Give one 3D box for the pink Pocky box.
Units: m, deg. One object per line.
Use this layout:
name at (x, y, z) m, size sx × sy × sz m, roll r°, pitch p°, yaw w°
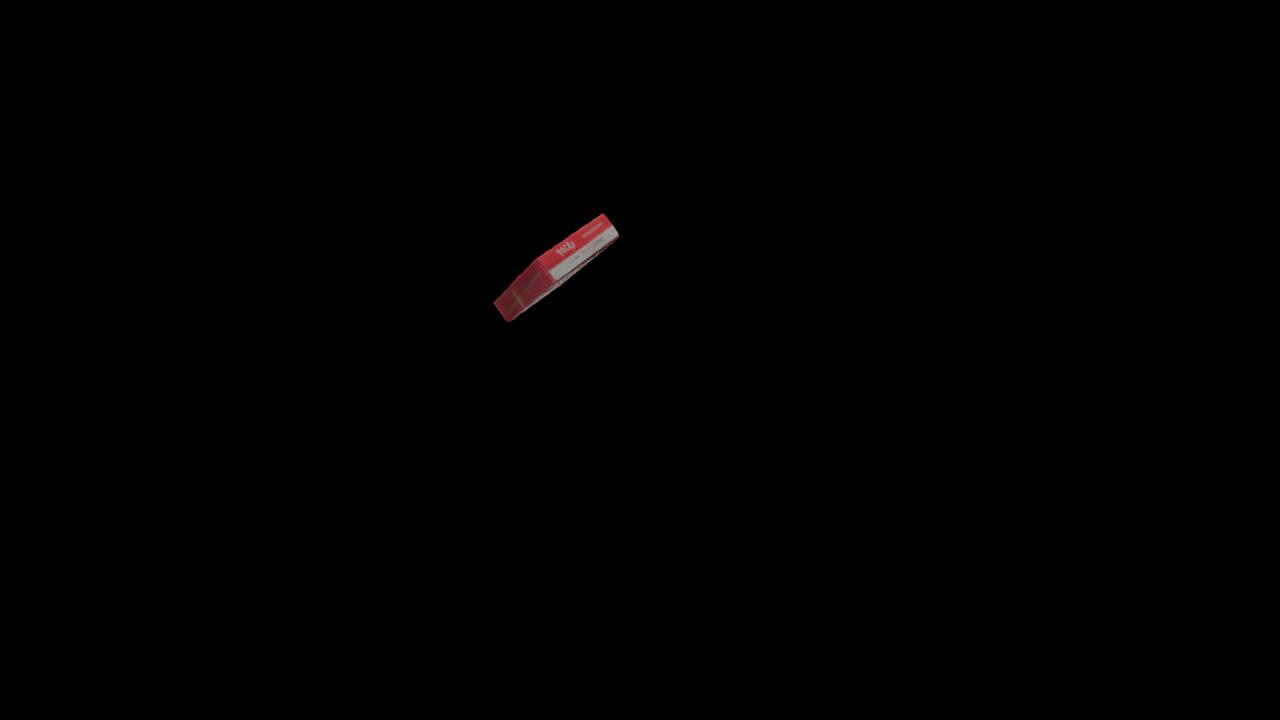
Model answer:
pink Pocky box at (-0.087, -0.086, 0.605) m, size 0.084 × 0.029 × 0.155 m, roll -41°, pitch 9°, yaw -27°
